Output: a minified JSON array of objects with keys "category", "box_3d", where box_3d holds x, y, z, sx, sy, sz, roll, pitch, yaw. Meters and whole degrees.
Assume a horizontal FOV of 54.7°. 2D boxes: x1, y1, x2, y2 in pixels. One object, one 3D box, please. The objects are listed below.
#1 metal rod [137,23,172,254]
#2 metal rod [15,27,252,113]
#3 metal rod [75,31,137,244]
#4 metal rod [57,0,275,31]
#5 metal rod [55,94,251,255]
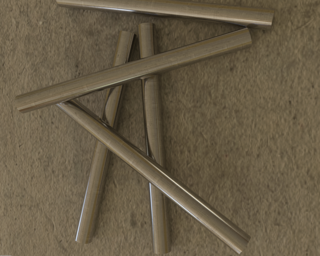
[{"category":"metal rod","box_3d":[-0.008,0.012,0.410,0.025,0.025,0.298,-4,89,19]},{"category":"metal rod","box_3d":[-0.038,-0.070,0.389,0.301,0.025,0.025,-15,85,7]},{"category":"metal rod","box_3d":[-0.077,0.016,0.434,0.025,0.025,0.298,14,95,19]},{"category":"metal rod","box_3d":[-0.007,-0.159,0.410,0.301,0.025,0.025,13,95,19]},{"category":"metal rod","box_3d":[-0.021,0.045,0.387,0.300,0.025,0.025,37,102,16]}]
